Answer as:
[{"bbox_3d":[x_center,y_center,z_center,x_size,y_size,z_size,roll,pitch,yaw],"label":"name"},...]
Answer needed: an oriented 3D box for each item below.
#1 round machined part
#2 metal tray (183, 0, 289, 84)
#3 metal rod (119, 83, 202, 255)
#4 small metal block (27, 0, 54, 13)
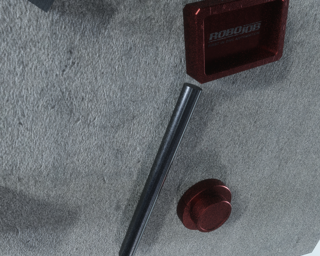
[{"bbox_3d":[0.081,0.137,0.526,0.099,0.042,0.097,-14,124,-21],"label":"round machined part"},{"bbox_3d":[0.095,-0.116,0.383,0.131,0.030,0.089,-19,126,-18],"label":"metal tray"},{"bbox_3d":[-0.006,0.077,0.450,0.025,0.025,0.298,7,115,-32],"label":"metal rod"},{"bbox_3d":[-0.108,-0.137,0.263,0.050,0.025,0.050,29,103,-38],"label":"small metal block"}]
